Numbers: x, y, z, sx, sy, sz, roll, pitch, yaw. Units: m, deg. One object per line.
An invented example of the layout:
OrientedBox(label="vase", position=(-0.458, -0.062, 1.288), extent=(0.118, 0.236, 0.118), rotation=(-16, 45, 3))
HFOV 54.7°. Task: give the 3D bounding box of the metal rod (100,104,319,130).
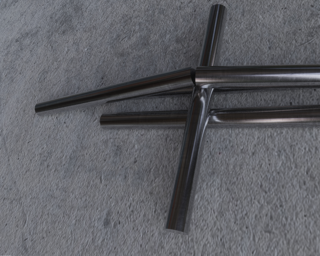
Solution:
OrientedBox(label="metal rod", position=(0.054, -0.011, 0.382), extent=(0.300, 0.025, 0.025), rotation=(-1, 62, 27))

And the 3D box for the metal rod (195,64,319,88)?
OrientedBox(label="metal rod", position=(0.186, -0.052, 0.307), extent=(0.301, 0.025, 0.025), rotation=(2, 62, 17))

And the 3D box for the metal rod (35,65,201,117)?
OrientedBox(label="metal rod", position=(-0.080, -0.046, 0.442), extent=(0.300, 0.025, 0.025), rotation=(-7, 58, 35))

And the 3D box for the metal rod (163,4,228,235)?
OrientedBox(label="metal rod", position=(0.048, -0.030, 0.365), extent=(0.025, 0.025, 0.300), rotation=(0, 61, 28))

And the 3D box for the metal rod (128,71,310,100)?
OrientedBox(label="metal rod", position=(0.066, -0.055, 0.403), extent=(0.300, 0.025, 0.025), rotation=(-1, 62, 27))
